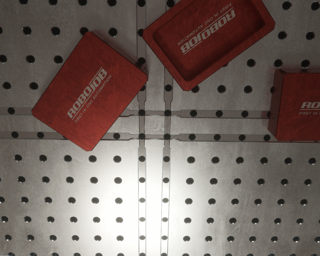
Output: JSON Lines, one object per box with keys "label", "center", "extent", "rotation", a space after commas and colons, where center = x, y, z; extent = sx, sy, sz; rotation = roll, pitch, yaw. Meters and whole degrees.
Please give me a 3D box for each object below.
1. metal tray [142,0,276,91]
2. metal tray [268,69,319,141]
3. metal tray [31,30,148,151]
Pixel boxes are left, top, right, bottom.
{"label": "metal tray", "center": [0.056, -0.117, 0.368], "extent": [0.130, 0.030, 0.090], "rotation": [-36, 107, 12]}
{"label": "metal tray", "center": [0.215, -0.030, 0.403], "extent": [0.131, 0.030, 0.089], "rotation": [0, 110, -1]}
{"label": "metal tray", "center": [-0.087, -0.045, 0.393], "extent": [0.090, 0.030, 0.130], "rotation": [37, 106, -13]}
